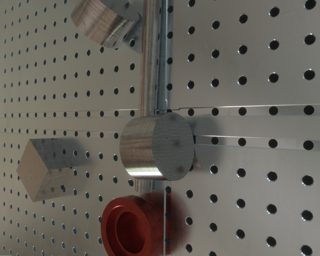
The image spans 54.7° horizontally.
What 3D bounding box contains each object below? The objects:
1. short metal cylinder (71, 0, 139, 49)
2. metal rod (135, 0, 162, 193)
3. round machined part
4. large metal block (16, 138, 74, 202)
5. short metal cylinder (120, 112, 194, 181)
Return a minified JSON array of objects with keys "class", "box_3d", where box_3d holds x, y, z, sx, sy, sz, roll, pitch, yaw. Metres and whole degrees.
[{"class":"short metal cylinder","box_3d":[-0.077,-0.159,0.437,0.050,0.081,0.080,-47,62,30]},{"class":"metal rod","box_3d":[-0.015,-0.062,0.421,0.025,0.025,0.298,5,93,40]},{"class":"round machined part","box_3d":[-0.034,0.141,0.426,0.098,0.042,0.097,0,90,40]},{"class":"large metal block","box_3d":[-0.213,0.075,0.569,0.080,0.050,0.080,46,118,30]},{"class":"short metal cylinder","box_3d":[-0.002,0.023,0.375,0.050,0.081,0.080,-7,86,40]}]
